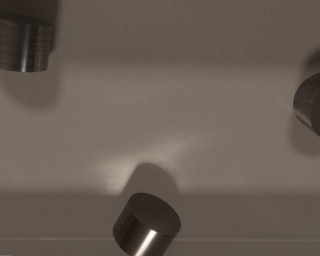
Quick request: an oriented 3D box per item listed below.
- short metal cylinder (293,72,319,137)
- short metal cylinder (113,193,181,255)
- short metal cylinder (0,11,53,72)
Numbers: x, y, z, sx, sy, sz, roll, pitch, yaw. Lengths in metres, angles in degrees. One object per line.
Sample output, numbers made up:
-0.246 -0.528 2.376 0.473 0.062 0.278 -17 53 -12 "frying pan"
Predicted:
0.219 -0.028 0.391 0.081 0.050 0.079 0 110 -1 "short metal cylinder"
-0.018 0.136 0.432 0.080 0.080 0.050 26 108 -10 "short metal cylinder"
-0.165 -0.098 0.344 0.081 0.080 0.050 13 110 -5 "short metal cylinder"
